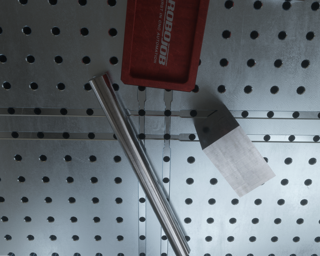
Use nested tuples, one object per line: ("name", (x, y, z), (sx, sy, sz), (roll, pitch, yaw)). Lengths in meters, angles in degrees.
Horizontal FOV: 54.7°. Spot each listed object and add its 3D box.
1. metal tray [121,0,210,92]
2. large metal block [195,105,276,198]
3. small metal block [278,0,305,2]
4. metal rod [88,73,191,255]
("metal tray", (0.005, -0.113, 0.368), (0.091, 0.030, 0.129), (7, 110, -3))
("large metal block", (0.092, 0.027, 0.395), (0.050, 0.080, 0.080), (-36, 107, 12))
("small metal block", (0.141, -0.173, 0.352), (0.050, 0.025, 0.050), (6, 110, -3))
("metal rod", (-0.021, 0.065, 0.437), (0.025, 0.025, 0.299), (-22, 109, 7))
